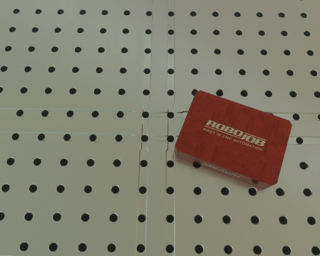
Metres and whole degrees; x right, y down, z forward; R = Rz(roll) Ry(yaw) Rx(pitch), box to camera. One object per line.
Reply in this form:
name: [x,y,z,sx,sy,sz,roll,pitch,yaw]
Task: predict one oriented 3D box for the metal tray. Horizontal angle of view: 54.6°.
metal tray: [0.094,0.014,0.405,0.130,0.030,0.090,20,71,7]
